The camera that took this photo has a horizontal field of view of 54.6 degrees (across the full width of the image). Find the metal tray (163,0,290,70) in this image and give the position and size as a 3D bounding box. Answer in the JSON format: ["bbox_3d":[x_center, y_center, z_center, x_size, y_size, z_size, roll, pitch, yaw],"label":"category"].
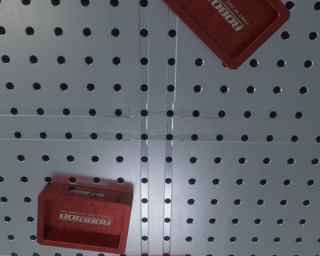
[{"bbox_3d":[0.072,-0.143,0.358,0.130,0.030,0.090,42,105,-14],"label":"metal tray"}]

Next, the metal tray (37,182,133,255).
[{"bbox_3d":[-0.111,0.135,0.459,0.131,0.030,0.089,8,110,-3],"label":"metal tray"}]
